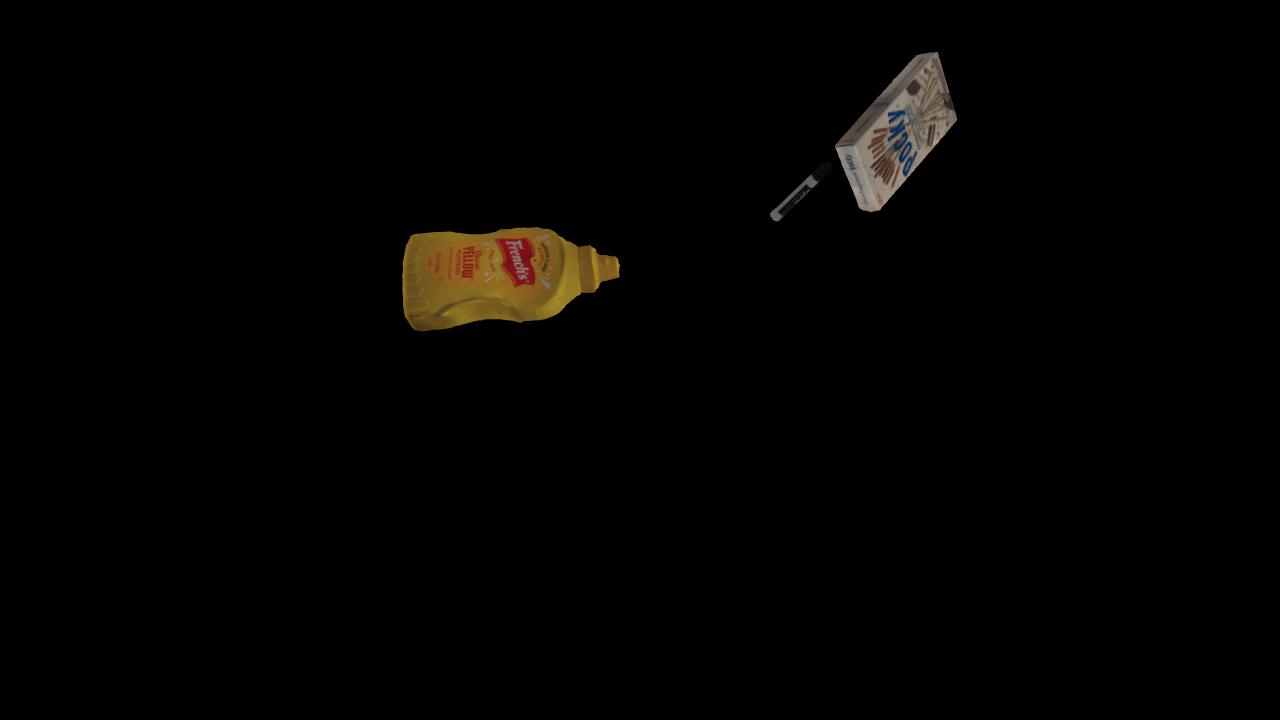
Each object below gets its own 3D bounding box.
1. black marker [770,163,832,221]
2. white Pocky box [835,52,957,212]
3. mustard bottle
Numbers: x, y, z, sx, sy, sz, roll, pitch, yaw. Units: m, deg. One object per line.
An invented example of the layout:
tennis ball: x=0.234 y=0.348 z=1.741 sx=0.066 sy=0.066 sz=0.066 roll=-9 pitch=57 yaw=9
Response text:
black marker: x=0.247 y=-0.258 z=0.946 sx=0.020 sy=0.020 sz=0.121 roll=0 pitch=-28 yaw=-36
white Pocky box: x=0.269 y=-0.237 z=0.640 sx=0.028 sy=0.154 sz=0.084 roll=23 pitch=-24 yaw=53
mustard bottle: x=-0.109 y=-0.075 z=0.543 sx=0.184 sy=0.092 sz=0.054 roll=-5 pitch=-33 yaw=-4
